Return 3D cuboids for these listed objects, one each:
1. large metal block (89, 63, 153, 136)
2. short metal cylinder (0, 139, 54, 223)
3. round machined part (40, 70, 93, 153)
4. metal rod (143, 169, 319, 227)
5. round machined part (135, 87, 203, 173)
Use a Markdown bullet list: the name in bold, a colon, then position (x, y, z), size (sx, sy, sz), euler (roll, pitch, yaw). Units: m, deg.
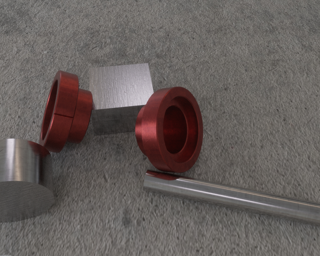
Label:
- **large metal block**: position (-0.051, -0.040, 0.420), size (0.081, 0.050, 0.080), euler (-6, 50, -5)
- **short metal cylinder**: position (-0.153, 0.056, 0.320), size (0.081, 0.080, 0.050), euler (-12, 51, -10)
- **round machined part**: position (-0.113, -0.017, 0.378), size (0.042, 0.097, 0.098), euler (13, 45, -26)
- **metal rod**: position (0.131, 0.085, 0.332), size (0.301, 0.025, 0.025), euler (10, 51, 8)
- **round machined part**: position (0.009, 0.002, 0.362), size (0.042, 0.098, 0.098), euler (-2, 44, 36)
